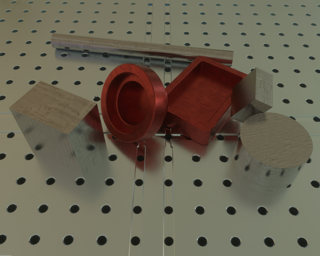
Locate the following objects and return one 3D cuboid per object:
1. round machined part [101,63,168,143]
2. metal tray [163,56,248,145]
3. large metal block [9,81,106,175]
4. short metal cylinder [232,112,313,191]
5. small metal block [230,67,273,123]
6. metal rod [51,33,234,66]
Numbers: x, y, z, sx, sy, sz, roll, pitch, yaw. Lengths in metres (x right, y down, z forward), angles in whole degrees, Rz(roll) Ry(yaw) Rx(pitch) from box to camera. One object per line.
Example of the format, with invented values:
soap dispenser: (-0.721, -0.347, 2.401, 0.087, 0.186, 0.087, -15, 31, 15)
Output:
round machined part: (-0.028, -0.032, 0.397, 0.042, 0.097, 0.098, -5, 41, -49)
metal tray: (0.061, -0.045, 0.442, 0.090, 0.030, 0.131, 29, 55, 21)
large metal block: (-0.117, 0.001, 0.370, 0.080, 0.080, 0.050, 22, 53, 17)
short metal cylinder: (0.131, 0.027, 0.370, 0.081, 0.050, 0.080, 0, 50, 0)
small metal block: (0.116, -0.040, 0.394, 0.025, 0.050, 0.050, 21, 58, -15)
metal rod: (-0.032, -0.131, 0.516, 0.302, 0.025, 0.025, 7, 50, 5)
